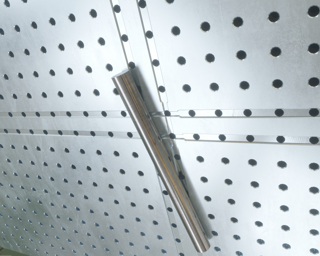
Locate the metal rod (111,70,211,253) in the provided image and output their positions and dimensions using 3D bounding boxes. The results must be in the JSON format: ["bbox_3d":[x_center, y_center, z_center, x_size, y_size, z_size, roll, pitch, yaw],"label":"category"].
[{"bbox_3d":[0.009,0.059,0.443,0.025,0.025,0.299,-12,112,33],"label":"metal rod"}]
